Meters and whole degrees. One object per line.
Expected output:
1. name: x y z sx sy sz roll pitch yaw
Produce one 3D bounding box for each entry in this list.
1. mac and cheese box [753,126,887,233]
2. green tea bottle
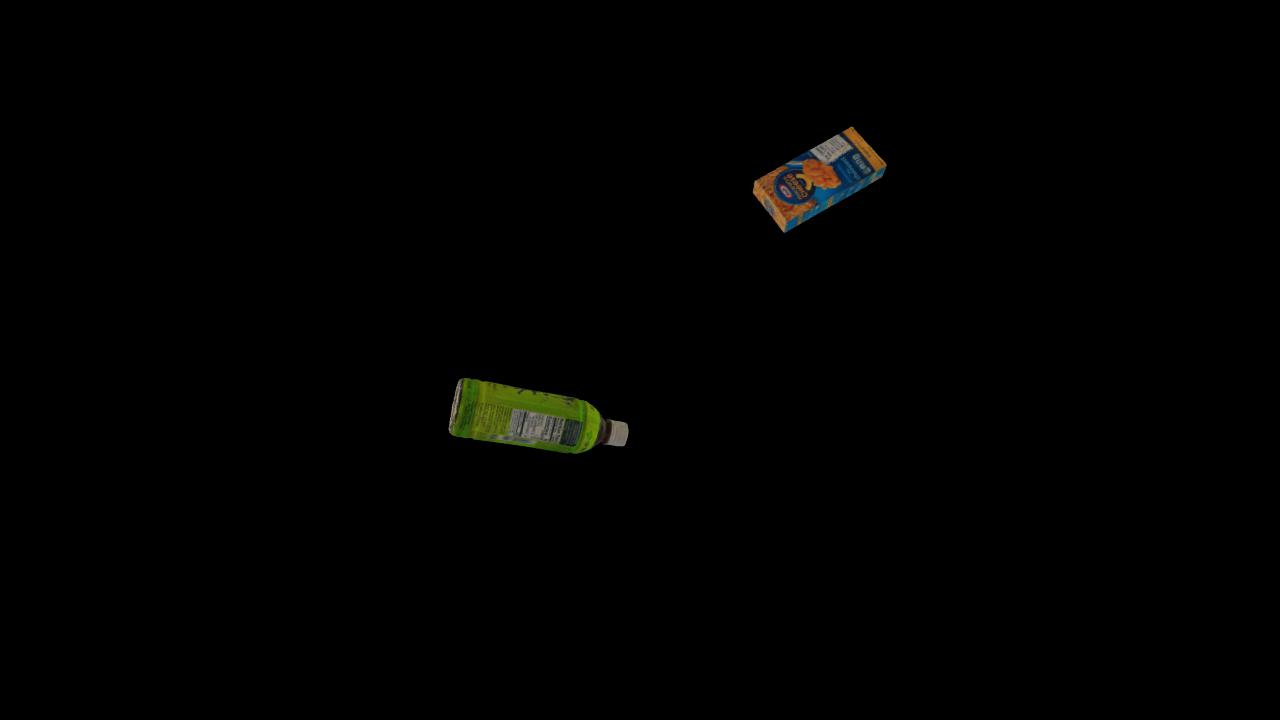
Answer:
1. mac and cheese box: 0.283 -0.286 0.974 0.184 0.093 0.041 -30 -18 -4
2. green tea bottle: -0.116 0.074 0.738 0.212 0.073 0.073 14 -5 -19
